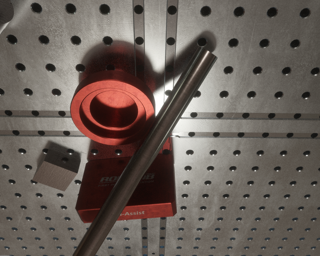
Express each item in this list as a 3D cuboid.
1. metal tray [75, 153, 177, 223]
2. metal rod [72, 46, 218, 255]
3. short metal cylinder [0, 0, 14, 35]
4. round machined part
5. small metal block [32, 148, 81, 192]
[{"bbox_3d":[-0.044,0.083,0.439,0.131,0.090,0.030,-5,130,4],"label":"metal tray"},{"bbox_3d":[-0.023,0.041,0.369,0.025,0.025,0.299,27,101,-22],"label":"metal rod"},{"bbox_3d":[-0.185,-0.108,0.280,0.050,0.080,0.080,-37,121,27],"label":"short metal cylinder"},{"bbox_3d":[-0.055,-0.028,0.376,0.099,0.042,0.097,-1,130,0],"label":"round machined part"},{"bbox_3d":[-0.155,0.064,0.464,0.050,0.025,0.050,26,125,-21],"label":"small metal block"}]
